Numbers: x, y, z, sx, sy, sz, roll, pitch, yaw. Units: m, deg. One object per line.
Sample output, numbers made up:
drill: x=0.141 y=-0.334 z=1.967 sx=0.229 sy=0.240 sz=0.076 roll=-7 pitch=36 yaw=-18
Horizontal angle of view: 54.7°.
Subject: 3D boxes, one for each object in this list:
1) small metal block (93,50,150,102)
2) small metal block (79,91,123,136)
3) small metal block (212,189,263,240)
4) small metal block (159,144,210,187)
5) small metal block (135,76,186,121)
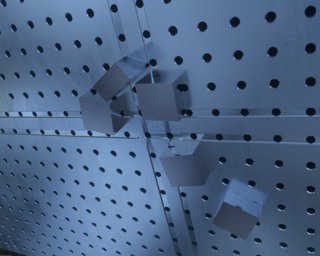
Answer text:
small metal block: x=-0.047 y=-0.064 z=0.379 sx=0.025 sy=0.050 sz=0.050 roll=49 pitch=128 yaw=-6
small metal block: x=-0.083 y=-0.021 z=0.440 sx=0.050 sy=0.025 sz=0.050 roll=11 pitch=123 yaw=21
small metal block: x=0.106 y=0.120 z=0.429 sx=0.050 sy=0.025 sz=0.050 roll=24 pitch=127 yaw=12
small metal block: x=0.034 y=0.053 z=0.425 sx=0.050 sy=0.025 sz=0.050 roll=-9 pitch=114 yaw=32
small metal block: x=0.001 y=-0.037 z=0.387 sx=0.050 sy=0.025 sz=0.050 roll=3 pitch=120 yaw=26
